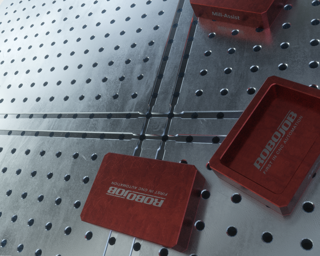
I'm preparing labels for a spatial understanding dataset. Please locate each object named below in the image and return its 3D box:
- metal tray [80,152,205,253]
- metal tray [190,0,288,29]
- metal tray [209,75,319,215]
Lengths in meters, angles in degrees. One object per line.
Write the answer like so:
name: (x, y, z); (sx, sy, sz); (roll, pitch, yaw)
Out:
metal tray: (-0.022, 0.082, 0.365); (0.130, 0.030, 0.090); (5, 64, 30)
metal tray: (0.122, -0.202, 0.464); (0.130, 0.030, 0.090); (26, 76, 36)
metal tray: (0.126, 0.013, 0.330); (0.090, 0.030, 0.130); (29, 77, 37)
